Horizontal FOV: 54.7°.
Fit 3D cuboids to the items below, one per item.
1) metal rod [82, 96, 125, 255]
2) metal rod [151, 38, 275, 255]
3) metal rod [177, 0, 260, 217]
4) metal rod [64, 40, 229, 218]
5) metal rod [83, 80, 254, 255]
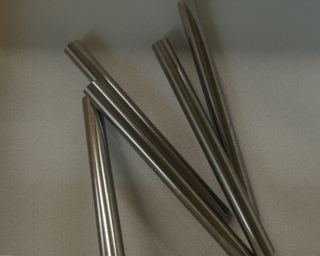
[{"bbox_3d":[-0.059,0.090,0.341,0.025,0.025,0.299,-14,61,0],"label":"metal rod"},{"bbox_3d":[0.065,0.021,0.396,0.025,0.025,0.299,-26,84,0],"label":"metal rod"},{"bbox_3d":[0.077,-0.024,0.411,0.025,0.025,0.298,-17,90,0],"label":"metal rod"},{"bbox_3d":[-0.017,0.004,0.411,0.025,0.025,0.300,-42,90,0],"label":"metal rod"},{"bbox_3d":[0.013,0.059,0.389,0.025,0.025,0.300,-42,90,0],"label":"metal rod"}]
